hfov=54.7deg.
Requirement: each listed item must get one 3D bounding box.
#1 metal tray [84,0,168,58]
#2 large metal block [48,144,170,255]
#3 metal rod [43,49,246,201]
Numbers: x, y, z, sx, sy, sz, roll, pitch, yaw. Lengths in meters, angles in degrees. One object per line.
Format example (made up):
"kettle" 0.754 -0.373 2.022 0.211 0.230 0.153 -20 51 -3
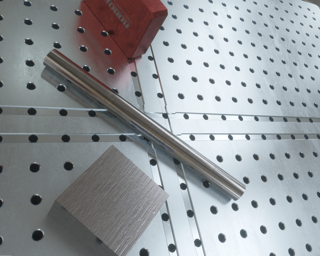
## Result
"metal tray" -0.054 -0.178 0.445 0.030 0.090 0.130 -30 78 -38
"large metal block" -0.051 0.078 0.317 0.080 0.050 0.080 42 51 0
"metal rod" -0.016 -0.001 0.399 0.301 0.025 0.025 36 51 -5
